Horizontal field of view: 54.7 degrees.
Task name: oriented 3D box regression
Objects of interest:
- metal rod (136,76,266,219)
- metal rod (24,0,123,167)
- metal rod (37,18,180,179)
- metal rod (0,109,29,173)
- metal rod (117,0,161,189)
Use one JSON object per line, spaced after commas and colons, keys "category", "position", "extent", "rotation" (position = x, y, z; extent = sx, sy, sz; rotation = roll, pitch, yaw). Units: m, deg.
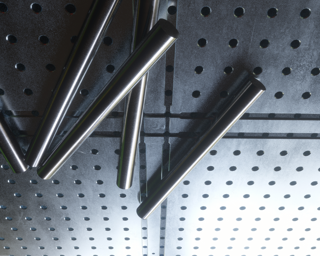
{"category": "metal rod", "position": [0.043, 0.047, 0.452], "extent": [0.025, 0.025, 0.298], "rotation": [23, 126, -19]}
{"category": "metal rod", "position": [-0.108, -0.052, 0.365], "extent": [0.025, 0.025, 0.298], "rotation": [24, 126, -20]}
{"category": "metal rod", "position": [-0.082, -0.014, 0.378], "extent": [0.025, 0.025, 0.299], "rotation": [30, 130, -24]}
{"category": "metal rod", "position": [-0.220, -0.055, 0.361], "extent": [0.025, 0.025, 0.298], "rotation": [-5, 130, 3]}
{"category": "metal rod", "position": [-0.032, -0.026, 0.388], "extent": [0.025, 0.025, 0.298], "rotation": [7, 130, -6]}
